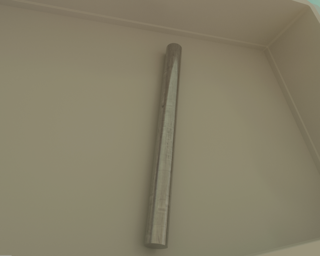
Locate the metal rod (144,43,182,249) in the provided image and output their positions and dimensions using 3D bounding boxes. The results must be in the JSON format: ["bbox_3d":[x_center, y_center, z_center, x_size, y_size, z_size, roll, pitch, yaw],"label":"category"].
[{"bbox_3d":[0.009,0.000,0.407,0.025,0.025,0.300,18,55,-18],"label":"metal rod"}]
